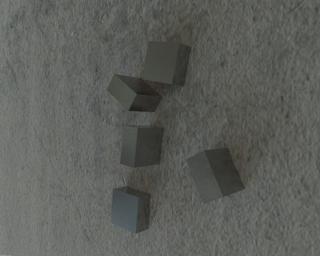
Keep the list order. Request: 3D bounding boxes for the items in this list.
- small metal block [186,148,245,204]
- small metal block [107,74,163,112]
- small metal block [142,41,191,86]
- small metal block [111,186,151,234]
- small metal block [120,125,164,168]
[{"bbox_3d":[0.061,0.051,0.337,0.025,0.050,0.050,-32,70,35],"label":"small metal block"},{"bbox_3d":[-0.034,-0.046,0.414,0.050,0.050,0.025,43,116,31],"label":"small metal block"},{"bbox_3d":[0.008,-0.083,0.397,0.050,0.025,0.050,16,100,38],"label":"small metal block"},{"bbox_3d":[-0.042,0.114,0.437,0.050,0.025,0.050,7,95,39],"label":"small metal block"},{"bbox_3d":[-0.023,0.023,0.406,0.025,0.050,0.050,10,96,39],"label":"small metal block"}]
